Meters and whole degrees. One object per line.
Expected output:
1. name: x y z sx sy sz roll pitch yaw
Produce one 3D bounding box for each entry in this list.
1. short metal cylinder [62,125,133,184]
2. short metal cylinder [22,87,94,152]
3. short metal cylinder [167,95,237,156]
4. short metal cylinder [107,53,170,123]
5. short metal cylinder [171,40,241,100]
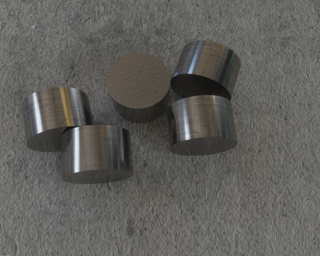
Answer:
1. short metal cylinder: -0.074 0.034 0.366 0.081 0.080 0.050 -6 70 -2
2. short metal cylinder: -0.123 -0.008 0.381 0.081 0.080 0.050 -14 71 -5
3. short metal cylinder: 0.050 0.000 0.379 0.081 0.080 0.050 -3 70 -1
4. short metal cylinder: -0.027 -0.053 0.414 0.081 0.050 0.080 0 70 0
5. short metal cylinder: 0.059 -0.068 0.404 0.080 0.080 0.050 18 71 6
